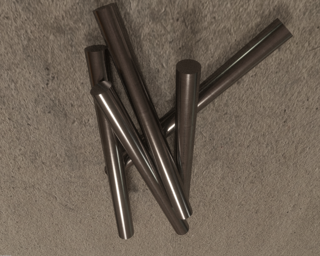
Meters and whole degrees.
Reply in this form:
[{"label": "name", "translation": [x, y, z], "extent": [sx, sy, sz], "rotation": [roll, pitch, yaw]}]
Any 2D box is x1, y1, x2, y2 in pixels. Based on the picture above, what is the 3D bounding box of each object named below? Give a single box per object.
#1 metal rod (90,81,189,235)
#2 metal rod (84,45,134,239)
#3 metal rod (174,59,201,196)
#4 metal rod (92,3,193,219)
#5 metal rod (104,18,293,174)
[{"label": "metal rod", "translation": [-0.013, 0.062, 0.422], "extent": [0.025, 0.025, 0.299], "rotation": [-15, 130, 12]}, {"label": "metal rod", "translation": [-0.061, 0.040, 0.412], "extent": [0.025, 0.025, 0.298], "rotation": [-3, 122, 1]}, {"label": "metal rod", "translation": [0.032, 0.039, 0.417], "extent": [0.025, 0.025, 0.298], "rotation": [-1, 138, 1]}, {"label": "metal rod", "translation": [-0.010, 0.002, 0.379], "extent": [0.025, 0.025, 0.299], "rotation": [-14, 120, 11]}, {"label": "metal rod", "translation": [0.029, -0.020, 0.390], "extent": [0.025, 0.025, 0.299], "rotation": [35, 122, -26]}]
